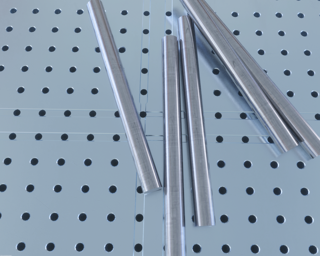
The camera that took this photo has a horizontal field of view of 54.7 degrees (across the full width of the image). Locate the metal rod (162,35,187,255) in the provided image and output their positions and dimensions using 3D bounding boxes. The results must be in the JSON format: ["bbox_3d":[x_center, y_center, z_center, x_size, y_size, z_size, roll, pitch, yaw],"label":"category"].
[{"bbox_3d":[0.016,0.010,0.408,0.025,0.025,0.299,0,70,-1],"label":"metal rod"}]

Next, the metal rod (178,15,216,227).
[{"bbox_3d":[0.047,-0.023,0.420,0.025,0.025,0.299,-3,70,-1],"label":"metal rod"}]

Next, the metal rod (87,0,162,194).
[{"bbox_3d":[-0.055,-0.056,0.431,0.025,0.025,0.299,-17,71,-6],"label":"metal rod"}]

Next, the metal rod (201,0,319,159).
[{"bbox_3d":[0.129,-0.086,0.444,0.025,0.025,0.299,-30,73,-11],"label":"metal rod"}]

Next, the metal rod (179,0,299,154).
[{"bbox_3d":[0.096,-0.099,0.435,0.025,0.025,0.299,-28,78,-10],"label":"metal rod"}]
